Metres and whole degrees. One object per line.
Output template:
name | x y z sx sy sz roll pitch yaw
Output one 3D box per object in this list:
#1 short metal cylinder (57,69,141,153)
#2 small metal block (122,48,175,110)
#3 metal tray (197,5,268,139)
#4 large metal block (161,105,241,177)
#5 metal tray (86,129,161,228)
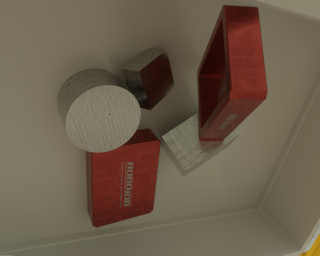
short metal cylinder | -0.068 -0.020 0.344 0.081 0.050 0.079 -14 125 -21
small metal block | -0.011 -0.057 0.355 0.050 0.025 0.050 -46 136 -34
metal tray | 0.066 -0.048 0.318 0.030 0.090 0.130 1 163 -4
large metal block | 0.051 0.018 0.409 0.080 0.050 0.080 -33 167 -7
metal tray | -0.051 0.069 0.422 0.091 0.030 0.129 -9 122 -24
